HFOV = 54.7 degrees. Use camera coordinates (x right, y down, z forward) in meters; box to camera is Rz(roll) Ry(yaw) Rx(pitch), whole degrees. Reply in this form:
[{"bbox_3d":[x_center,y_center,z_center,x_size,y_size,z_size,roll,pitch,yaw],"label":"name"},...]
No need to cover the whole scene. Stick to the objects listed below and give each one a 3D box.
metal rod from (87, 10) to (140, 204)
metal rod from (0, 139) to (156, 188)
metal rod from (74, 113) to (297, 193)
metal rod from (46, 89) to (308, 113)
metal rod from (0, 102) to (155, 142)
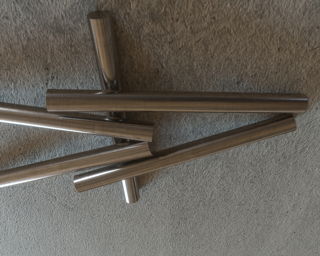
[{"bbox_3d":[-0.053,-0.001,0.407,0.025,0.025,0.298,-3,130,2],"label":"metal rod"},{"bbox_3d":[-0.150,0.056,0.436,0.301,0.025,0.025,-13,129,18],"label":"metal rod"},{"bbox_3d":[0.030,0.035,0.418,0.301,0.025,0.025,-17,129,5],"label":"metal rod"},{"bbox_3d":[0.027,-0.030,0.362,0.302,0.025,0.025,0,131,-9],"label":"metal rod"},{"bbox_3d":[-0.158,-0.015,0.375,0.302,0.025,0.025,8,130,0],"label":"metal rod"}]
